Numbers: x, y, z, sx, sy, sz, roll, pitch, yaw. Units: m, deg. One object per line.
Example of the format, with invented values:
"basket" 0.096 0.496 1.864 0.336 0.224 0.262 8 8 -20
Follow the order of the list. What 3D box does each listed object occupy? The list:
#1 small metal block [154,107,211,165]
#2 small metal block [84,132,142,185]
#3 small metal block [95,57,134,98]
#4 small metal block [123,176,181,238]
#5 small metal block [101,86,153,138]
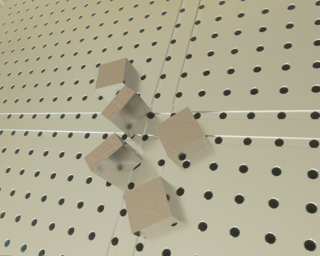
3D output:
"small metal block" 0.028 0.009 0.389 0.050 0.025 0.050 -31 52 8
"small metal block" -0.059 0.041 0.400 0.050 0.050 0.025 -40 51 1
"small metal block" -0.072 -0.080 0.497 0.050 0.025 0.050 -10 57 23
"small metal block" -0.010 0.091 0.358 0.050 0.025 0.050 -27 52 11
"small metal block" -0.045 -0.022 0.430 0.025 0.050 0.050 32 80 38
